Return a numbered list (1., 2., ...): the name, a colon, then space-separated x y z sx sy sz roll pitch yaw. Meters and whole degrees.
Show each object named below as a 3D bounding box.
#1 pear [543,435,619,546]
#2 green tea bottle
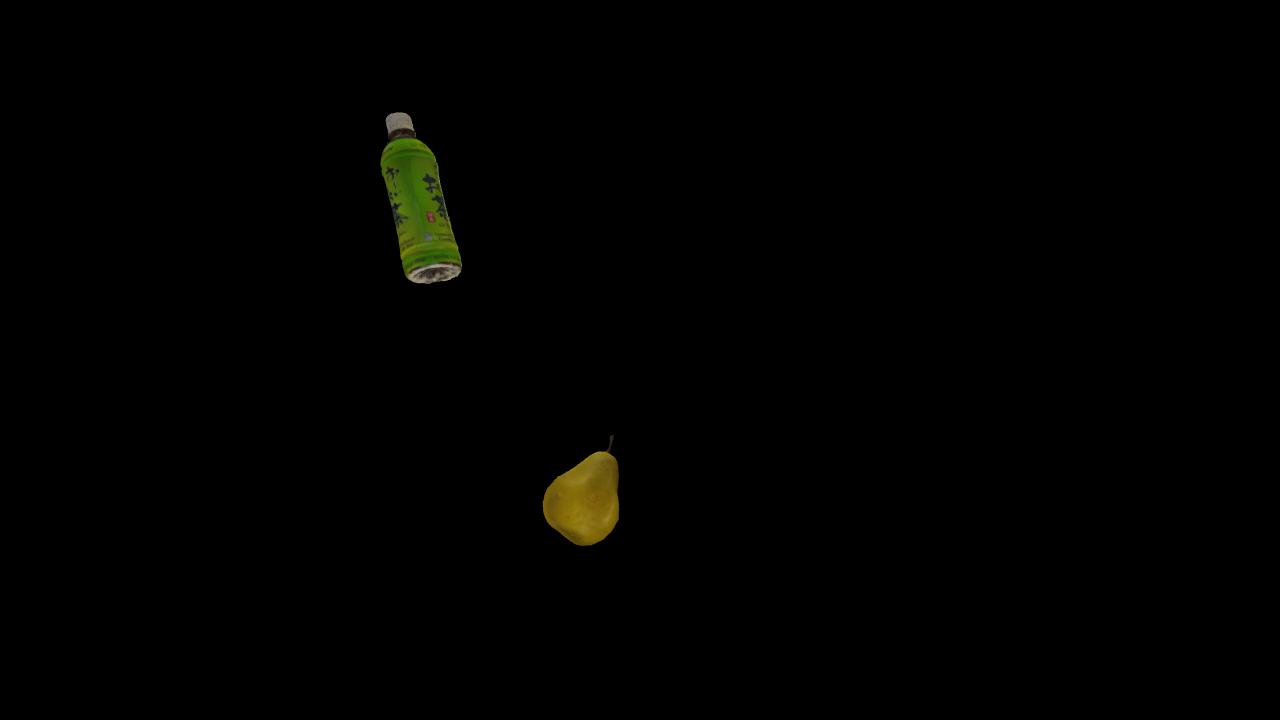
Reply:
1. pear: -0.048 0.134 0.642 0.080 0.111 0.080 29 -25 15
2. green tea bottle: -0.277 -0.203 0.762 0.073 0.212 0.073 -17 -8 -2
